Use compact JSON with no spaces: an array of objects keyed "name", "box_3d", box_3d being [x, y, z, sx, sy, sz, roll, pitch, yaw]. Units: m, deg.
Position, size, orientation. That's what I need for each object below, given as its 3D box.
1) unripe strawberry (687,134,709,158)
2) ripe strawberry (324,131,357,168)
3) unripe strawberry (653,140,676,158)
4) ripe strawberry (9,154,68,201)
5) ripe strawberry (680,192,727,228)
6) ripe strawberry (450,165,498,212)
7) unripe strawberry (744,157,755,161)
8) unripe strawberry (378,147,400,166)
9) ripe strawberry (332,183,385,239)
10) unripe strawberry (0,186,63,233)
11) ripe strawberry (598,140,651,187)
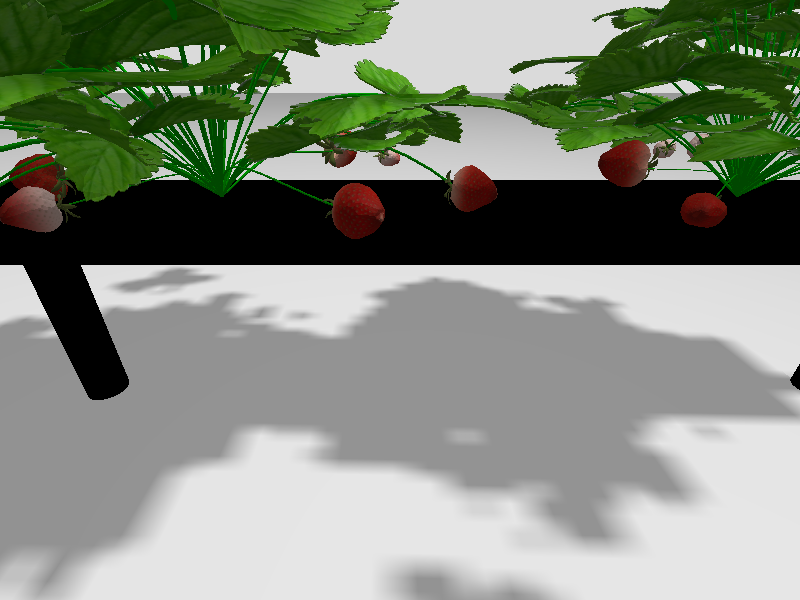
[{"name":"unripe strawberry","box_3d":[0.375,-0.189,0.499,0.030,0.032,0.033,12,16,21]},{"name":"ripe strawberry","box_3d":[-0.065,-0.174,0.456,0.038,0.043,0.041,18,33,29]},{"name":"unripe strawberry","box_3d":[0.337,-0.193,0.512,0.025,0.021,0.025,6,14,11]},{"name":"ripe strawberry","box_3d":[-0.294,-0.099,0.327,0.036,0.037,0.033,-4,29,-6]},{"name":"ripe strawberry","box_3d":[0.204,-0.060,0.270,0.026,0.022,0.026,-25,37,-36]},{"name":"ripe strawberry","box_3d":[0.057,-0.084,0.306,0.035,0.034,0.032,8,30,8]},{"name":"unripe strawberry","box_3d":[0.407,-0.165,0.471,0.015,0.015,0.013,21,35,33]},{"name":"unripe strawberry","box_3d":[-0.011,-0.164,0.458,0.026,0.023,0.023,28,13,40]},{"name":"ripe strawberry","box_3d":[-0.025,-0.056,0.255,0.035,0.035,0.033,21,35,32]},{"name":"unripe strawberry","box_3d":[-0.242,-0.058,0.262,0.029,0.031,0.032,24,38,37]},{"name":"ripe strawberry","box_3d":[0.212,-0.130,0.382,0.043,0.043,0.040,15,32,26]}]
